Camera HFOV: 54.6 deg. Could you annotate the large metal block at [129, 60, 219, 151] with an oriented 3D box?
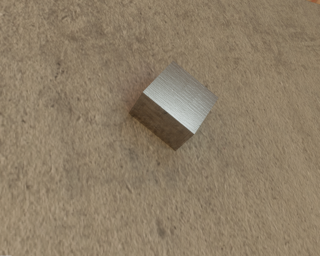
[{"bbox_3d":[0.019,-0.031,0.416,0.080,0.050,0.080,39,51,-2],"label":"large metal block"}]
